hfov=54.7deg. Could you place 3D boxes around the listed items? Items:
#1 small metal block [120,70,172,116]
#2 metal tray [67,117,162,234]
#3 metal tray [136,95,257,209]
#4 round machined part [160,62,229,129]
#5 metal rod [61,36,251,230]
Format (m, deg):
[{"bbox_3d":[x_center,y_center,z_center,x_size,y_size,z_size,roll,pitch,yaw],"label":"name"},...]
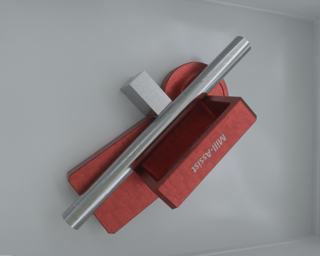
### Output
[{"bbox_3d":[-0.019,-0.042,0.390,0.025,0.050,0.050,-47,105,-14],"label":"small metal block"},{"bbox_3d":[-0.038,0.056,0.393,0.131,0.030,0.090,-37,102,-17],"label":"metal tray"},{"bbox_3d":[0.035,0.020,0.348,0.130,0.090,0.030,-46,108,-8],"label":"metal tray"},{"bbox_3d":[0.052,-0.041,0.420,0.099,0.042,0.097,0,90,-21],"label":"round machined part"},{"bbox_3d":[0.003,-0.002,0.370,0.300,0.025,0.025,-46,105,-10],"label":"metal rod"}]
